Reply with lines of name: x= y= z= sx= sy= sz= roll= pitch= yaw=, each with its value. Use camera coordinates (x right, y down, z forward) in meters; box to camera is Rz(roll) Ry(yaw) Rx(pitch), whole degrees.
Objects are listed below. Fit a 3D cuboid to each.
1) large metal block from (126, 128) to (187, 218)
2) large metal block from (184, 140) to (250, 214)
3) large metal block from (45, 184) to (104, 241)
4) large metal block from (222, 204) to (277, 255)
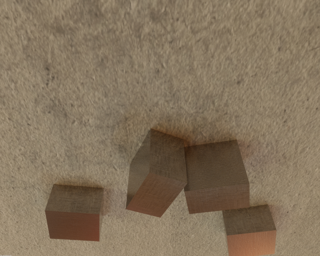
large metal block: x=-0.006 y=0.062 z=0.424 sx=0.050 sy=0.080 sz=0.079 roll=19 pitch=128 yaw=-16
large metal block: x=0.074 y=0.066 z=0.429 sx=0.080 sy=0.080 sz=0.050 roll=-8 pitch=130 yaw=6
large metal block: x=-0.137 y=0.140 z=0.508 sx=0.081 sy=0.050 sz=0.079 roll=5 pitch=130 yaw=-5
large metal block: x=0.157 y=0.185 z=0.551 sx=0.080 sy=0.050 sz=0.080 roll=-9 pitch=130 yaw=7
